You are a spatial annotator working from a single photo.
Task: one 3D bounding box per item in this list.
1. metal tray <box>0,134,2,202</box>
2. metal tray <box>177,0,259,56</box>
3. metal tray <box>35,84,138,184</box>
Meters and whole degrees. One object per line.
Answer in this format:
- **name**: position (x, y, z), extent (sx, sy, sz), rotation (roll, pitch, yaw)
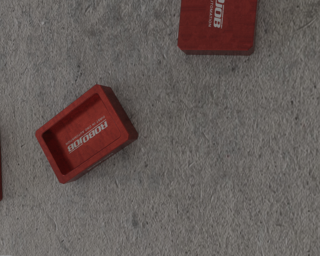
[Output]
- **metal tray**: position (-0.311, 0.060, 0.516), extent (0.090, 0.030, 0.129), rotation (-3, 89, 20)
- **metal tray**: position (0.074, -0.157, 0.380), extent (0.090, 0.030, 0.129), rotation (6, 92, 19)
- **metal tray**: position (-0.107, 0.010, 0.443), extent (0.130, 0.030, 0.090), rotation (-34, 79, 16)
